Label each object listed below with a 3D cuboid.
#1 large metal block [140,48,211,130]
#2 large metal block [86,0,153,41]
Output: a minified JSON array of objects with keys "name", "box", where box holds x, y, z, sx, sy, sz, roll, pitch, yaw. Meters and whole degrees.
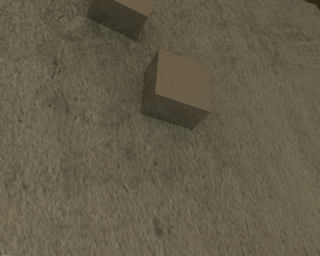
[{"name":"large metal block","box":[0.022,-0.053,0.434,0.081,0.050,0.080,17,55,-19]},{"name":"large metal block","box":[-0.058,-0.195,0.477,0.080,0.050,0.080,22,54,-16]}]
